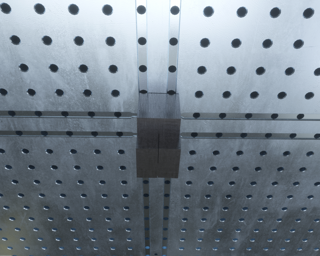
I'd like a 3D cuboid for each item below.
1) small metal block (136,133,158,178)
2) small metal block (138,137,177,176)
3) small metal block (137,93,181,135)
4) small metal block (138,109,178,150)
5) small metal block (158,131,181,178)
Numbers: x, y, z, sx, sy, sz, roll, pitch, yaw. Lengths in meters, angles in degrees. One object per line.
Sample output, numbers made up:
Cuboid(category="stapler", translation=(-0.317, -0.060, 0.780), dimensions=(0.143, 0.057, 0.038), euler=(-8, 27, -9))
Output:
Cuboid(category="small metal block", translation=(-0.015, 0.026, 0.384), dimensions=(0.025, 0.050, 0.050), euler=(1, 130, -1))
Cuboid(category="small metal block", translation=(-0.003, 0.039, 0.427), dimensions=(0.050, 0.050, 0.025), euler=(1, 130, -1))
Cuboid(category="small metal block", translation=(-0.001, -0.018, 0.379), dimensions=(0.050, 0.050, 0.025), euler=(2, 130, -1))
Cuboid(category="small metal block", translation=(-0.003, 0.002, 0.413), dimensions=(0.050, 0.025, 0.050), euler=(2, 130, 0))
Cuboid(category="small metal block", translation=(0.011, 0.026, 0.385), dimensions=(0.025, 0.050, 0.050), euler=(2, 130, 0))
